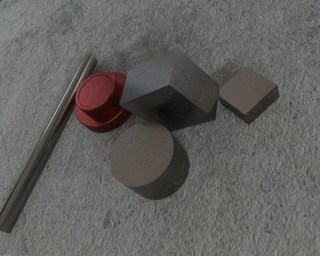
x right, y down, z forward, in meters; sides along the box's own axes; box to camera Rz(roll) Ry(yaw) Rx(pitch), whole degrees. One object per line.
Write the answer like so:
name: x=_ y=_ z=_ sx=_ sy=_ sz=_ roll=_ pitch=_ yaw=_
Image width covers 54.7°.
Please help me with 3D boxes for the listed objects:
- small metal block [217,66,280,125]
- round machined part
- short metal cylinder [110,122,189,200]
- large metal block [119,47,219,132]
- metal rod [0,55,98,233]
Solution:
small metal block: x=0.105 y=-0.040 z=0.373 sx=0.050 sy=0.025 sz=0.050 roll=-43 pitch=51 yaw=-2
round machined part: x=-0.086 y=-0.045 z=0.464 sx=0.098 sy=0.042 sz=0.098 roll=-13 pitch=56 yaw=20
short metal cylinder: x=-0.011 y=0.039 z=0.369 sx=0.080 sy=0.050 sz=0.080 roll=-13 pitch=56 yaw=20
large metal block: x=0.012 y=-0.040 z=0.372 sx=0.080 sy=0.080 sz=0.050 roll=-16 pitch=53 yaw=42
metal rod: x=-0.170 y=0.011 z=0.483 sx=0.025 sy=0.025 sz=0.300 roll=8 pitch=65 yaw=31
